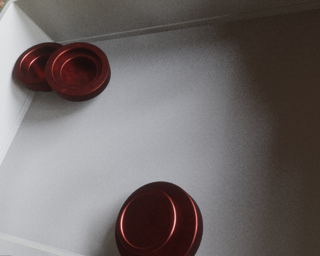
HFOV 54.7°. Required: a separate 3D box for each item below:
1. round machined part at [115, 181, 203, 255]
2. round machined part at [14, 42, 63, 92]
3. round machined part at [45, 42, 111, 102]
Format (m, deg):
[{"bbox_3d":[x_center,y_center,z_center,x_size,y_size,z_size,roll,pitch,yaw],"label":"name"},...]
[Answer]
[{"bbox_3d":[-0.007,0.104,0.335,0.098,0.042,0.098,-13,56,21],"label":"round machined part"},{"bbox_3d":[-0.202,-0.103,0.553,0.099,0.042,0.098,-3,59,5],"label":"round machined part"},{"bbox_3d":[-0.128,-0.086,0.499,0.099,0.042,0.098,0,69,-1],"label":"round machined part"}]
